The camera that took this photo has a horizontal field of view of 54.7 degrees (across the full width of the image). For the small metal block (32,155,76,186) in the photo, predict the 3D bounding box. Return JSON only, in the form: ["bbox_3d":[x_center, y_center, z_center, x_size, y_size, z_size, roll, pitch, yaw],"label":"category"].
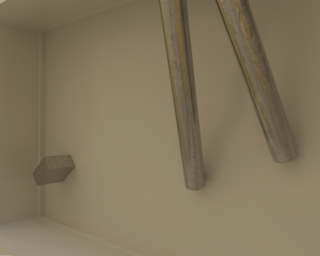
[{"bbox_3d":[-0.184,0.073,0.539,0.050,0.050,0.025,-47,62,29],"label":"small metal block"}]

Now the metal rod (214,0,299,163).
[{"bbox_3d":[0.062,-0.100,0.259,0.025,0.025,0.299,-10,114,39],"label":"metal rod"}]

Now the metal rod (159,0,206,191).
[{"bbox_3d":[0.020,-0.064,0.307,0.025,0.025,0.298,14,125,39],"label":"metal rod"}]
